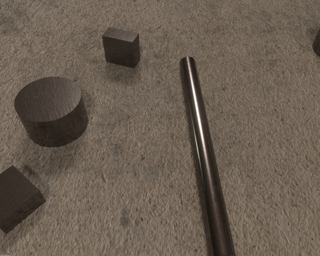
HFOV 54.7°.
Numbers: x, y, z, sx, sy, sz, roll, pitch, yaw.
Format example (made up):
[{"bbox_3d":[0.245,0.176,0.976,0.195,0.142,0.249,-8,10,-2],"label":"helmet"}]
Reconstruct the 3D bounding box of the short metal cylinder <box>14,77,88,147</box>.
[{"bbox_3d":[-0.139,-0.022,0.403,0.081,0.050,0.080,0,50,0],"label":"short metal cylinder"}]

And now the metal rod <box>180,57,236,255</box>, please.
[{"bbox_3d":[0.052,0.012,0.394,0.025,0.025,0.300,-2,50,-2],"label":"metal rod"}]

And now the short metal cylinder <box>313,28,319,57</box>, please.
[{"bbox_3d":[0.306,-0.151,0.518,0.081,0.050,0.080,0,50,0],"label":"short metal cylinder"}]

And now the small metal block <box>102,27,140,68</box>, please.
[{"bbox_3d":[-0.061,-0.127,0.493,0.050,0.050,0.025,15,52,12],"label":"small metal block"}]

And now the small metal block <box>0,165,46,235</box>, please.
[{"bbox_3d":[-0.164,0.077,0.337,0.050,0.025,0.050,33,57,24],"label":"small metal block"}]
